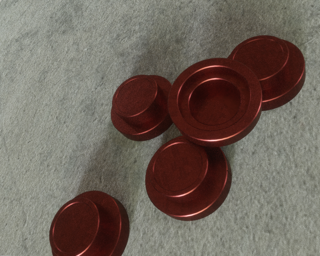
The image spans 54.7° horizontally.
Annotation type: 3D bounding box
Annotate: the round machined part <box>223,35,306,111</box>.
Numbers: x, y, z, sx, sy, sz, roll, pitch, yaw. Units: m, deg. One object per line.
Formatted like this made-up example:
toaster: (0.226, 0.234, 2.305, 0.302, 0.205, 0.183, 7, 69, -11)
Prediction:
round machined part: (0.121, -0.072, 0.374, 0.098, 0.042, 0.098, -13, 56, 20)

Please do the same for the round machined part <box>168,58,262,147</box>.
round machined part: (0.061, -0.025, 0.342, 0.098, 0.042, 0.098, -7, 66, 16)

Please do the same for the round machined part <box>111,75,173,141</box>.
round machined part: (-0.026, -0.034, 0.426, 0.098, 0.042, 0.098, -13, 56, 20)

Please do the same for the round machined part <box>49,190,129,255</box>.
round machined part: (-0.089, 0.120, 0.364, 0.098, 0.042, 0.098, -13, 56, 20)

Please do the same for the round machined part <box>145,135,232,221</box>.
round machined part: (0.027, 0.050, 0.347, 0.098, 0.042, 0.098, -13, 56, 20)
